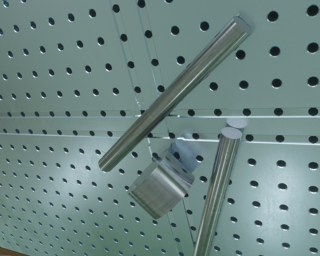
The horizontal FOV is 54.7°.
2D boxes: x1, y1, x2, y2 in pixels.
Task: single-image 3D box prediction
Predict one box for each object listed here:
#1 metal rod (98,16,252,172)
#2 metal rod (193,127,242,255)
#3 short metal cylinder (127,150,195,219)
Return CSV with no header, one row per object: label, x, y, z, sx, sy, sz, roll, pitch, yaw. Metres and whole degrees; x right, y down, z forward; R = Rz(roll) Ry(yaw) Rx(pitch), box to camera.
metal rod,-0.003,-0.021,0.399,0.025,0.025,0.299,44,129,-3
metal rod,0.074,0.129,0.452,0.025,0.025,0.298,18,126,18
short metal cylinder,0.001,0.076,0.422,0.050,0.080,0.080,45,129,-3
